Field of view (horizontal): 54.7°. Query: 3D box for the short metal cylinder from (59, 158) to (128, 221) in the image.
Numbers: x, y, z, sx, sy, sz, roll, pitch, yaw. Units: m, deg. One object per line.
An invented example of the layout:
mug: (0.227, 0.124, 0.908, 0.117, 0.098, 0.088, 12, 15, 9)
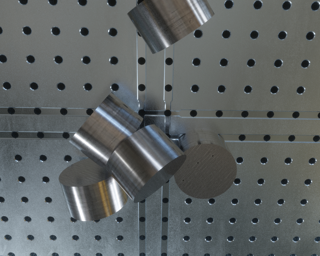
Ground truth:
short metal cylinder: (-0.087, 0.078, 0.412, 0.080, 0.080, 0.050, -8, 110, 3)

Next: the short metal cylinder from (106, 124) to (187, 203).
short metal cylinder: (-0.016, 0.042, 0.364, 0.050, 0.080, 0.080, 46, 106, 18)

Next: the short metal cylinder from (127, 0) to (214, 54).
short metal cylinder: (0.012, -0.125, 0.338, 0.080, 0.080, 0.050, -31, 108, 10)

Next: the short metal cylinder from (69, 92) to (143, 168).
short metal cylinder: (-0.066, 0.002, 0.382, 0.050, 0.080, 0.080, 40, 105, -10)

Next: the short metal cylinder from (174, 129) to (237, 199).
short metal cylinder: (0.058, 0.048, 0.419, 0.081, 0.050, 0.079, 0, 110, -1)
